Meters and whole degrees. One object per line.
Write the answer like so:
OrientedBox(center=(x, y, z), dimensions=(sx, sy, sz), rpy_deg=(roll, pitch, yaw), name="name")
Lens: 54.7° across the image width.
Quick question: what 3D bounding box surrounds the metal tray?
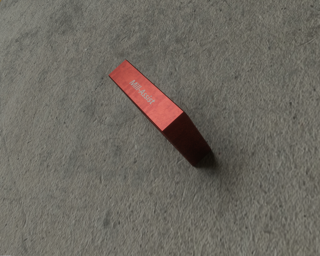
OrientedBox(center=(-0.001, -0.019, 0.375), dimensions=(0.030, 0.090, 0.130), rpy_deg=(-43, 51, -1), name="metal tray")
